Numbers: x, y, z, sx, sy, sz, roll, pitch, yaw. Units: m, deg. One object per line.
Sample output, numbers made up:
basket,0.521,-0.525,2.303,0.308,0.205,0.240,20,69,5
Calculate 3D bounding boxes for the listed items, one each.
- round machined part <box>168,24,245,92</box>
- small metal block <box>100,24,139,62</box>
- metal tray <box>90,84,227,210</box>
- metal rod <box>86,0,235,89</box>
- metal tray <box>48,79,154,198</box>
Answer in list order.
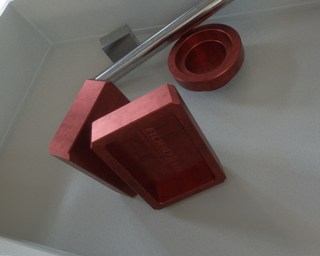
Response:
round machined part,0.064,-0.089,0.415,0.098,0.042,0.098,-13,56,20
small metal block,-0.061,-0.131,0.500,0.050,0.050,0.025,-25,53,12
metal tray,0.003,0.027,0.317,0.090,0.130,0.030,-27,40,11
metal rod,0.006,-0.127,0.433,0.300,0.025,0.025,-28,51,27
metal tray,-0.053,0.016,0.354,0.030,0.130,0.090,11,67,33
